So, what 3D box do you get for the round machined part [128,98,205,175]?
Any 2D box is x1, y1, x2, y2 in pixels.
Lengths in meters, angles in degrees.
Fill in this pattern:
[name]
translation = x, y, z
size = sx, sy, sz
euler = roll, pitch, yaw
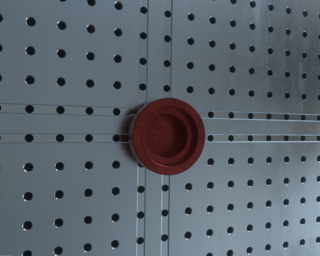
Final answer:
[round machined part]
translation = 0.006, 0.010, 0.407
size = 0.099, 0.042, 0.097
euler = 0, 90, -21
